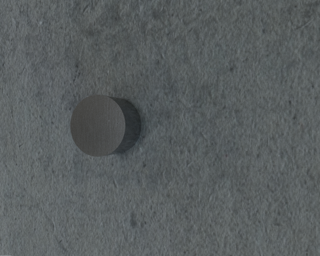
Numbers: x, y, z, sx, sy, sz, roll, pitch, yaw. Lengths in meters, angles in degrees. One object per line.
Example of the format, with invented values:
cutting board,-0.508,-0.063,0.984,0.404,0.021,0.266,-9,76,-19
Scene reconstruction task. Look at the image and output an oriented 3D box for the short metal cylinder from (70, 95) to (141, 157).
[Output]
short metal cylinder,-0.072,-0.003,0.420,0.080,0.050,0.079,0,90,19
